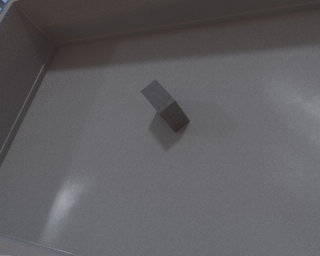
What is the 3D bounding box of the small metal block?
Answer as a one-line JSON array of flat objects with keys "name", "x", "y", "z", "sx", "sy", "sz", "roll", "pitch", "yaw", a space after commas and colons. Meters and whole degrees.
[{"name": "small metal block", "x": 0.007, "y": -0.028, "z": 0.404, "sx": 0.025, "sy": 0.050, "sz": 0.050, "roll": -40, "pitch": 51, "yaw": 2}]
